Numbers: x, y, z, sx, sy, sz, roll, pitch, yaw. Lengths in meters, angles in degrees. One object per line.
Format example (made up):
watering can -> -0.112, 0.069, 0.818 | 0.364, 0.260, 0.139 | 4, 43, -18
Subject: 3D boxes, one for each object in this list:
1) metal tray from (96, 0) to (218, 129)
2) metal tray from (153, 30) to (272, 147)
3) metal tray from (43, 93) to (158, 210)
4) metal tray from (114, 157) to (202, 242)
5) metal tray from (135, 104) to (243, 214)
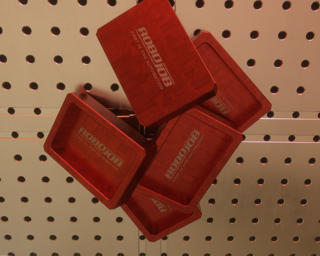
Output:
metal tray -> -0.005, -0.075, 0.351 | 0.090, 0.030, 0.130 | -29, 78, 9
metal tray -> 0.065, -0.046, 0.394 | 0.090, 0.030, 0.130 | -42, 106, 13
metal tray -> -0.078, 0.026, 0.386 | 0.130, 0.030, 0.089 | 36, 108, 19
metal tray -> -0.011, 0.093, 0.445 | 0.090, 0.030, 0.130 | -31, 108, 10
metal tray -> 0.031, 0.037, 0.393 | 0.090, 0.030, 0.129 | 27, 108, -10
